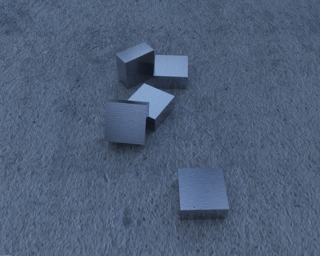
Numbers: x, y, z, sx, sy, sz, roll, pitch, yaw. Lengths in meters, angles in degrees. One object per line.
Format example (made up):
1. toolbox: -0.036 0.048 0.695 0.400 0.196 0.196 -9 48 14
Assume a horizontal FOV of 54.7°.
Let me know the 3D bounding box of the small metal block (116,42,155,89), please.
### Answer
1. small metal block: -0.036 -0.093 0.465 0.050 0.050 0.025 -31 57 -23

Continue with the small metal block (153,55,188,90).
1. small metal block: 0.017 -0.086 0.476 0.050 0.025 0.050 3 50 2

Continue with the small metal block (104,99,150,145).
1. small metal block: -0.041 -0.008 0.390 0.050 0.050 0.025 5 13 4

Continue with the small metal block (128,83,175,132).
1. small metal block: -0.014 -0.029 0.428 0.050 0.025 0.050 26 54 20

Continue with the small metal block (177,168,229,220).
1. small metal block: 0.046 0.072 0.342 0.050 0.025 0.050 -1 50 -1
